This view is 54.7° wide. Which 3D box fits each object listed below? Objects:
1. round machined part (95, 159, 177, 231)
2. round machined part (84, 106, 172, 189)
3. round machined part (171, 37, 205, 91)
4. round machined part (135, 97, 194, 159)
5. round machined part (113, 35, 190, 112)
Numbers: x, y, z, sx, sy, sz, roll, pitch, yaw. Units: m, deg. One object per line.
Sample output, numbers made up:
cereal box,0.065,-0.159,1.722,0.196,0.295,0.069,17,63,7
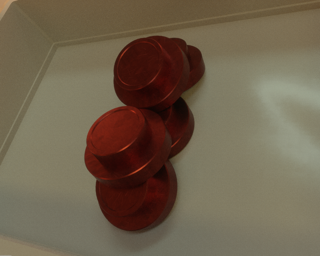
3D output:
round machined part,-0.034,0.066,0.352,0.098,0.042,0.098,-8,73,26
round machined part,-0.040,0.014,0.340,0.098,0.042,0.098,-14,45,15
round machined part,0.010,-0.089,0.429,0.098,0.042,0.098,-14,40,13
round machined part,-0.009,-0.008,0.402,0.098,0.042,0.098,-13,55,20
round machined part,-0.017,-0.070,0.379,0.098,0.042,0.098,-9,70,26
